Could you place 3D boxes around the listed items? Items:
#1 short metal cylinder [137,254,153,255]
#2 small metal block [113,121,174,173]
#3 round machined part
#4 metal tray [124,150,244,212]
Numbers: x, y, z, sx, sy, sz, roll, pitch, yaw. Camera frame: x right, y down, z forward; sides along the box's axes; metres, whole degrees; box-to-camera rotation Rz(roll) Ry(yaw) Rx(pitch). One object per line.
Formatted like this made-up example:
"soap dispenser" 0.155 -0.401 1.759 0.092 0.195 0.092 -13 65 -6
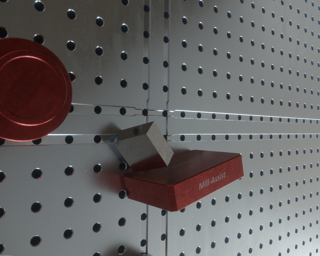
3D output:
"short metal cylinder" -0.011 0.206 0.386 0.081 0.050 0.079 0 91 -40
"small metal block" -0.020 0.024 0.375 0.050 0.050 0.025 59 36 -24
"round machined part" -0.128 -0.036 0.291 0.099 0.042 0.097 0 90 -40
"metal tray" 0.032 0.061 0.396 0.131 0.090 0.030 -15 100 -39
